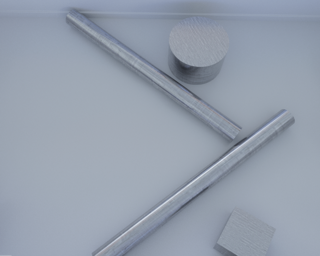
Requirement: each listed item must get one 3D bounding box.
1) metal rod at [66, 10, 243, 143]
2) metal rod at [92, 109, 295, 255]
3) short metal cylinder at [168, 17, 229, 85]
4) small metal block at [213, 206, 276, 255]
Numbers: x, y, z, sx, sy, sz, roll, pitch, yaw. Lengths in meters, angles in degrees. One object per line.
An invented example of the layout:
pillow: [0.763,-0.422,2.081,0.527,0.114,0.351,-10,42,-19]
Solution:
metal rod: [-0.016,-0.079,0.438,0.300,0.025,0.025,37,74,12]
metal rod: [0.050,0.069,0.385,0.301,0.025,0.025,-35,74,-12]
short metal cylinder: [0.052,-0.108,0.437,0.081,0.050,0.080,0,70,0]
small metal block: [0.097,0.127,0.356,0.050,0.025,0.050,28,59,16]
